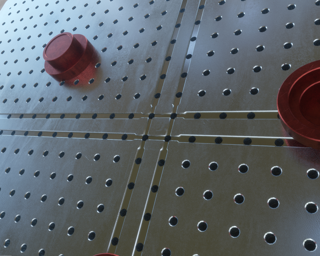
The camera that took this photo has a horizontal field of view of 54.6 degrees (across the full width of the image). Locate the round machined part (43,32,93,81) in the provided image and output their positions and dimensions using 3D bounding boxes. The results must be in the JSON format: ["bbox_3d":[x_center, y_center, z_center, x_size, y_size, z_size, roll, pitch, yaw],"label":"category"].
[{"bbox_3d":[-0.177,-0.139,0.577,0.098,0.042,0.098,-13,56,21],"label":"round machined part"}]

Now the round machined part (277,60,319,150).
[{"bbox_3d":[0.175,-0.020,0.318,0.098,0.042,0.098,-13,56,21],"label":"round machined part"}]

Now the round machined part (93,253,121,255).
[{"bbox_3d":[-0.051,0.182,0.313,0.098,0.042,0.098,-13,56,21],"label":"round machined part"}]
